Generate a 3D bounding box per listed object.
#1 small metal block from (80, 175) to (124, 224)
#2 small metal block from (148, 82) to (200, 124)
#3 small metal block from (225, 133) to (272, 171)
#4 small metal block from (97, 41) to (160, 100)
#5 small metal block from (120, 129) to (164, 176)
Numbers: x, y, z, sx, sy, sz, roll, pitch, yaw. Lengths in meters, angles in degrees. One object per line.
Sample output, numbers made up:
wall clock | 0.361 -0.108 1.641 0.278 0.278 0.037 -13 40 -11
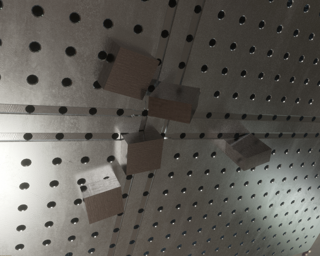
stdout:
small metal block | -0.080 0.099 0.430 0.050 0.025 0.050 -15 125 -20
small metal block | 0.018 -0.032 0.373 0.050 0.050 0.025 12 121 12
small metal block | 0.141 0.038 0.498 0.050 0.050 0.025 -16 125 -20
small metal block | -0.036 -0.064 0.353 0.050 0.025 0.050 13 112 -34
small metal block | -0.025 0.033 0.419 0.050 0.025 0.050 -9 122 -24
